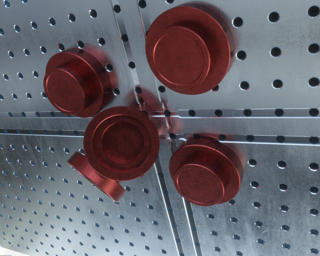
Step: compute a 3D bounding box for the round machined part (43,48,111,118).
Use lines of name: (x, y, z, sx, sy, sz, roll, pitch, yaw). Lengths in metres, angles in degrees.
round machined part: (-0.120, -0.057, 0.429, 0.098, 0.042, 0.097, 13, 124, 21)

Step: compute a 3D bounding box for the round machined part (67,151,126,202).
round machined part: (-0.089, 0.066, 0.469, 0.098, 0.042, 0.098, 35, 163, 13)

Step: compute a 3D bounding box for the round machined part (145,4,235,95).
round machined part: (0.027, -0.080, 0.337, 0.098, 0.042, 0.097, 13, 124, 21)

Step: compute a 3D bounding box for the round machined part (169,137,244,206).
round machined part: (0.057, 0.064, 0.410, 0.098, 0.042, 0.097, 13, 124, 21)

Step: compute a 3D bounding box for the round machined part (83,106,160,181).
round machined part: (-0.049, 0.019, 0.419, 0.099, 0.042, 0.097, 0, 95, 1)
